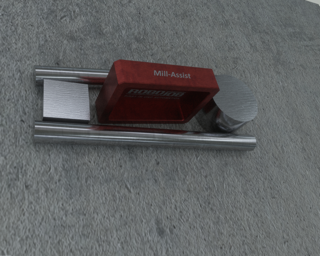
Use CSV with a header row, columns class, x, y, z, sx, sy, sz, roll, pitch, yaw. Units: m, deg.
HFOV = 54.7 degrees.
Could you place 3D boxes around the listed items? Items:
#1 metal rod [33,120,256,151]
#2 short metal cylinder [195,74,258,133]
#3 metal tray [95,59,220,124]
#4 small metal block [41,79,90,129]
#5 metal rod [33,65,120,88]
class,x,y,z,sx,sy,sz,roll,pitch,yaw
metal rod,0.000,0.013,0.398,0.302,0.025,0.025,4,60,-26
short metal cylinder,0.096,-0.032,0.460,0.081,0.050,0.080,14,56,-21
metal tray,-0.004,-0.039,0.384,0.131,0.090,0.030,0,62,-28
small metal block,-0.111,-0.027,0.362,0.050,0.025,0.050,4,60,-26
metal rod,-0.016,-0.068,0.438,0.303,0.025,0.025,-3,63,-30
